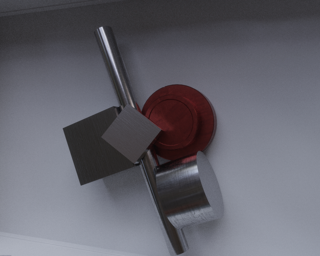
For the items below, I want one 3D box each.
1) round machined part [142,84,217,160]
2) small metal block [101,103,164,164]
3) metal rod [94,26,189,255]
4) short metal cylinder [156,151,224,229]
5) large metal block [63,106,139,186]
[{"bbox_3d":[0.019,-0.007,0.392,0.098,0.042,0.097,0,90,19],"label":"round machined part"},{"bbox_3d":[-0.032,0.007,0.368,0.050,0.025,0.050,38,91,8],"label":"small metal block"},{"bbox_3d":[-0.026,0.011,0.395,0.025,0.025,0.299,-22,83,18],"label":"metal rod"},{"bbox_3d":[0.037,0.073,0.366,0.050,0.080,0.080,-22,83,18],"label":"short metal cylinder"},{"bbox_3d":[-0.072,0.024,0.417,0.080,0.050,0.080,-21,83,18],"label":"large metal block"}]
